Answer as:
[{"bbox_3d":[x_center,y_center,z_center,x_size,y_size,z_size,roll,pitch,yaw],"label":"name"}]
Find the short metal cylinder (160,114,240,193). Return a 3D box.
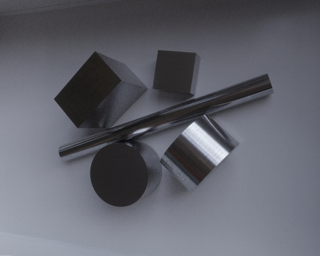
[{"bbox_3d":[0.047,0.030,0.363,0.050,0.080,0.080,44,104,14],"label":"short metal cylinder"}]

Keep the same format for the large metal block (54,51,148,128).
[{"bbox_3d":[-0.074,-0.045,0.405,0.080,0.080,0.050,-45,76,14],"label":"large metal block"}]

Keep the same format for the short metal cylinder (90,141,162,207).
[{"bbox_3d":[-0.044,0.058,0.409,0.080,0.050,0.079,0,90,19],"label":"short metal cylinder"}]

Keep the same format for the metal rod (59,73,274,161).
[{"bbox_3d":[-0.006,-0.008,0.410,0.301,0.025,0.025,-18,84,18],"label":"metal rod"}]

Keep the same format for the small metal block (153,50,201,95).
[{"bbox_3d":[0.022,-0.071,0.400,0.050,0.025,0.050,9,93,19],"label":"small metal block"}]
